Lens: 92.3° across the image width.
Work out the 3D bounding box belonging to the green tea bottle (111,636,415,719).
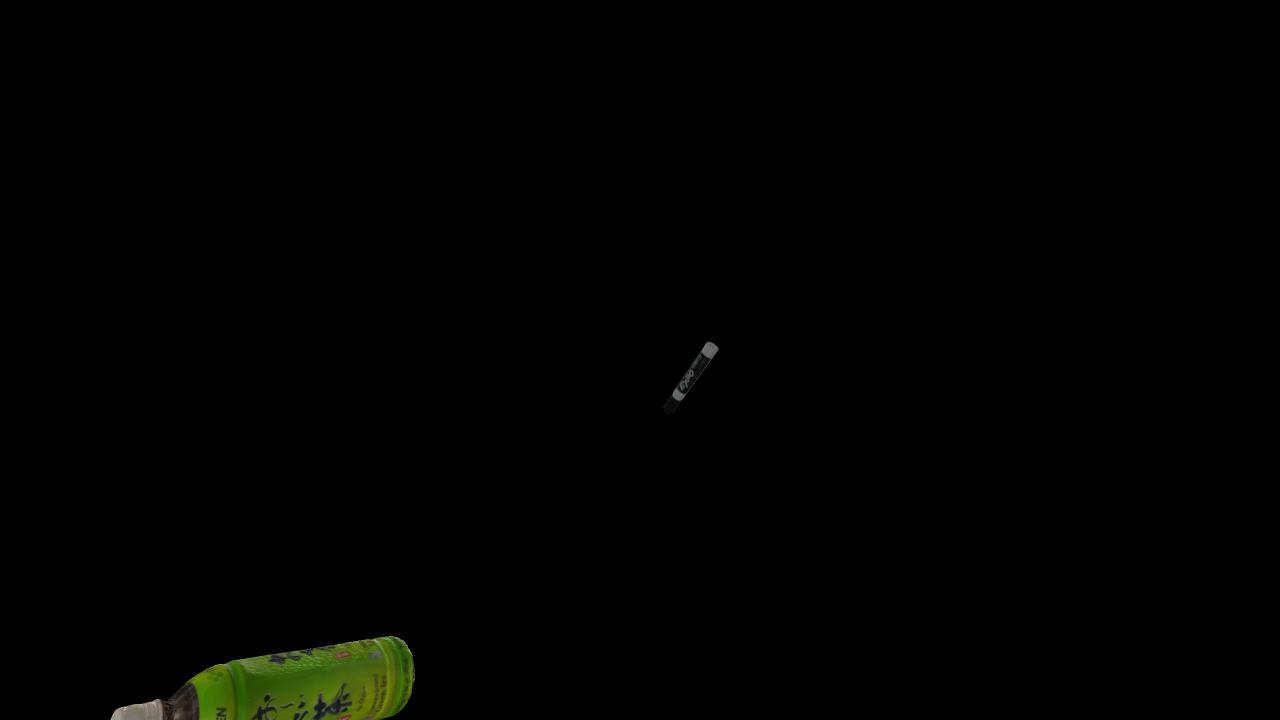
[{"bbox_3d":[-0.295,0.277,0.500,0.073,0.073,0.212,0,-9,40],"label":"green tea bottle"}]

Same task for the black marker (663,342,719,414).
[{"bbox_3d":[0.067,0.027,0.844,0.020,0.121,0.020,28,23,-13],"label":"black marker"}]
